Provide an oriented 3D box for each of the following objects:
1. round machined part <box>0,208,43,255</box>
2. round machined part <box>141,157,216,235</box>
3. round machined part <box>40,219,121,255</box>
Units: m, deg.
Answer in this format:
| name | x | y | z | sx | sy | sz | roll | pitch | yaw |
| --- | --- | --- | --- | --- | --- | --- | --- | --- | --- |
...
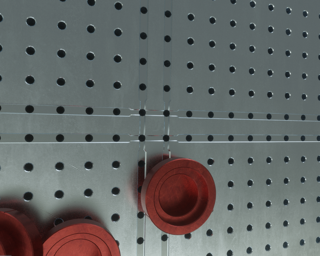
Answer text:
| name | x | y | z | sx | sy | sz | roll | pitch | yaw |
| --- | --- | --- | --- | --- | --- | --- | --- | --- | --- |
| round machined part | -0.176 | 0.134 | 0.317 | 0.099 | 0.042 | 0.097 | -1 | 81 | 7 |
| round machined part | 0.021 | 0.087 | 0.413 | 0.099 | 0.042 | 0.097 | 0 | 90 | -21 |
| round machined part | -0.099 | 0.156 | 0.368 | 0.099 | 0.042 | 0.097 | 0 | 90 | -21 |
